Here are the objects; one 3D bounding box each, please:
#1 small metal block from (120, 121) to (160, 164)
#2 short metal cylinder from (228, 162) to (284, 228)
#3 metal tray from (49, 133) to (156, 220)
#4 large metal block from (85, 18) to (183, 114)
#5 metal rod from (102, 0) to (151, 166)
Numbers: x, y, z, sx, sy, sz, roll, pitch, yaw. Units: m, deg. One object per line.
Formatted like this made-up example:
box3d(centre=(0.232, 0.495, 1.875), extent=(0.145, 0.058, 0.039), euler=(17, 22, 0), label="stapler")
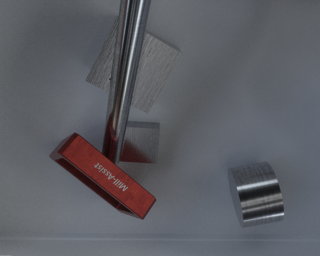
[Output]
box3d(centre=(-0.027, 0.019, 0.418), extent=(0.050, 0.025, 0.050), euler=(4, 110, -2), label="small metal block")
box3d(centre=(0.126, 0.089, 0.417), extent=(0.050, 0.080, 0.079), euler=(-11, 110, 4), label="short metal cylinder")
box3d(centre=(-0.076, 0.063, 0.399), extent=(0.130, 0.090, 0.030), euler=(42, 67, -15), label="metal tray")
box3d(centre=(-0.030, -0.076, 0.369), extent=(0.080, 0.050, 0.080), euler=(28, 107, -10), label="large metal block")
box3d(centre=(-0.033, -0.062, 0.302), extent=(0.025, 0.025, 0.298), euler=(12, 135, -5), label="metal rod")
